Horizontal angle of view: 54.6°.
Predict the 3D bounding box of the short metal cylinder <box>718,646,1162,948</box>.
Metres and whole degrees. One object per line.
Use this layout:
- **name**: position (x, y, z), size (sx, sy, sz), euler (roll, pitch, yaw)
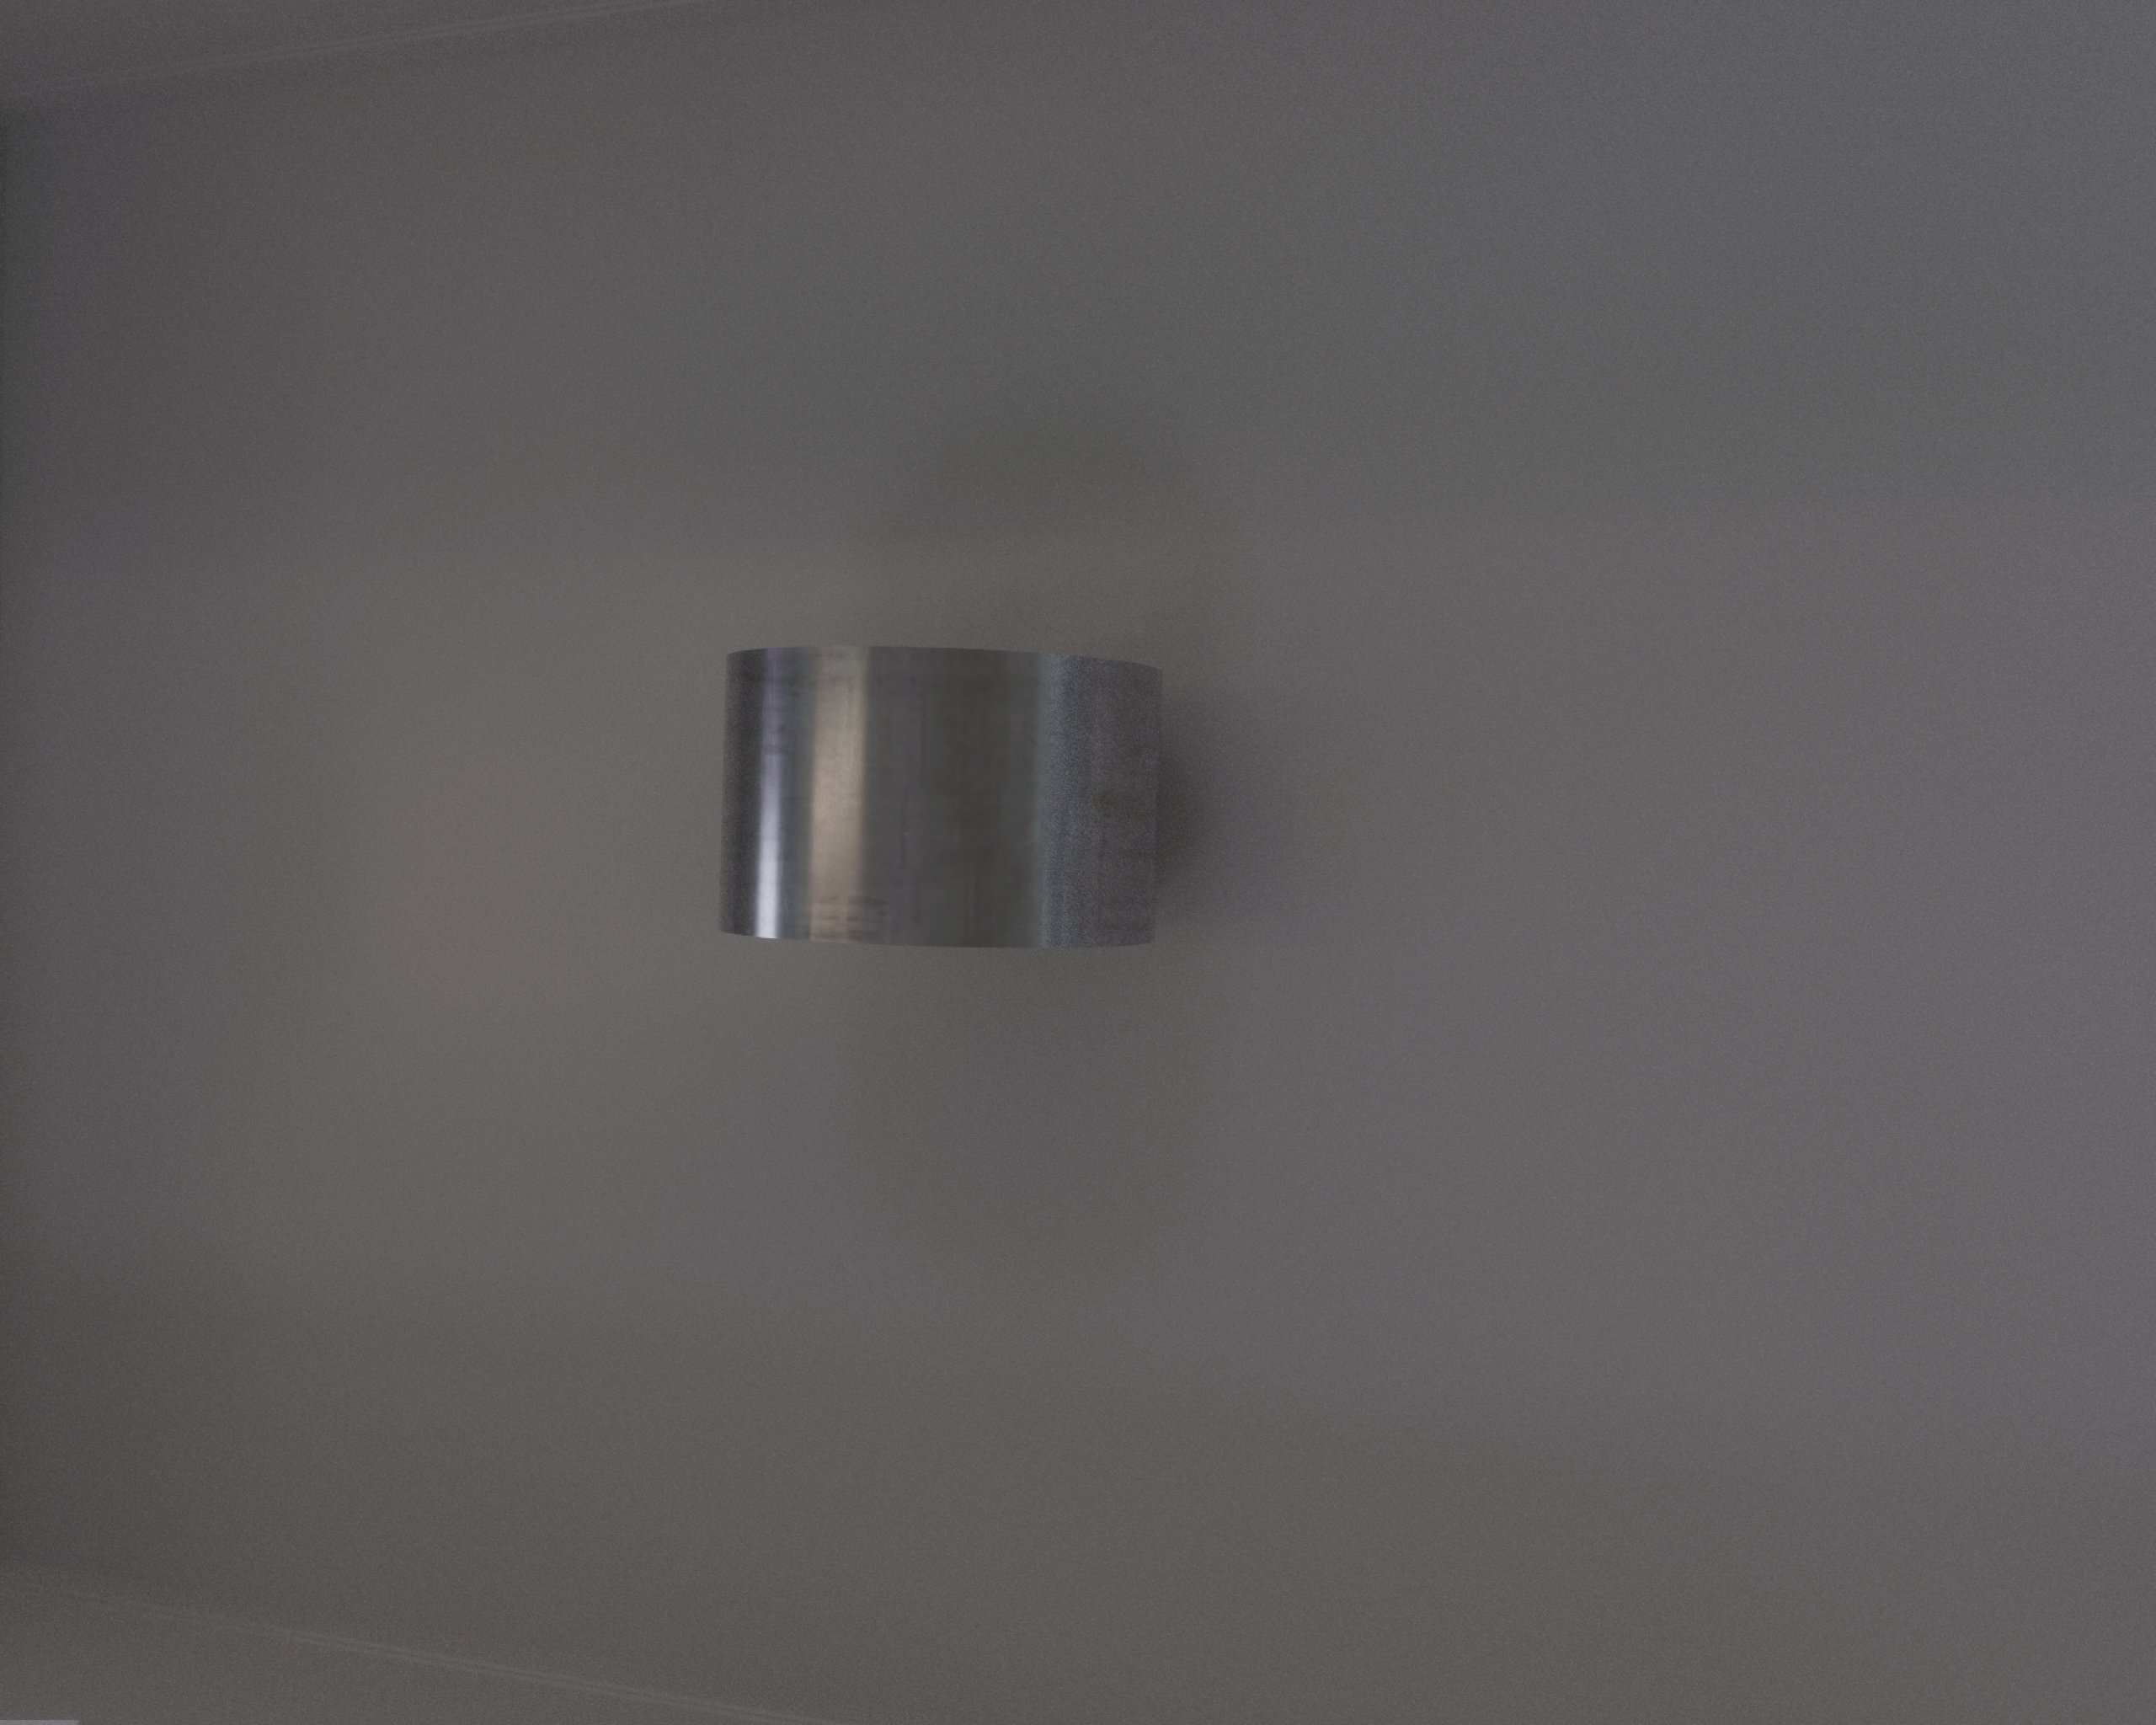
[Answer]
- **short metal cylinder**: position (-0.025, -0.012, 0.387), size (0.080, 0.080, 0.050), euler (2, 91, 20)
